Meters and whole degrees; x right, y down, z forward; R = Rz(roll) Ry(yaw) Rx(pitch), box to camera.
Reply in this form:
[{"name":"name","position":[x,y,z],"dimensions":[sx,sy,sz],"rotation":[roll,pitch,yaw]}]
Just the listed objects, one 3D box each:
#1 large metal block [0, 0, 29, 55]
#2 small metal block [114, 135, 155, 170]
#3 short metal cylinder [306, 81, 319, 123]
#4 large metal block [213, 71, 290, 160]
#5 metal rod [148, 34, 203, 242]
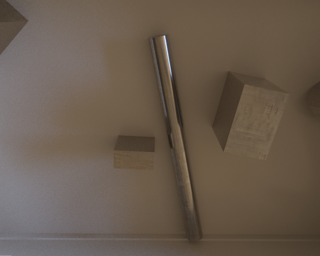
[{"name":"large metal block","position":[-0.205,-0.106,0.340],"dimensions":[0.080,0.080,0.050],"rotation":[-43,105,14]},{"name":"small metal block","position":[-0.033,0.032,0.409],"dimensions":[0.050,0.050,0.025],"rotation":[3,110,-2]},{"name":"short metal cylinder","position":[0.228,-0.031,0.374],"dimensions":[0.080,0.080,0.050],"rotation":[-35,107,12]},{"name":"large metal block","position":[0.105,-0.018,0.377],"dimensions":[0.050,0.080,0.079],"rotation":[11,110,-5]},{"name":"metal rod","position":[0.026,0.027,0.421],"dimensions":[0.025,0.025,0.298],"rotation":[-10,110,3]}]
